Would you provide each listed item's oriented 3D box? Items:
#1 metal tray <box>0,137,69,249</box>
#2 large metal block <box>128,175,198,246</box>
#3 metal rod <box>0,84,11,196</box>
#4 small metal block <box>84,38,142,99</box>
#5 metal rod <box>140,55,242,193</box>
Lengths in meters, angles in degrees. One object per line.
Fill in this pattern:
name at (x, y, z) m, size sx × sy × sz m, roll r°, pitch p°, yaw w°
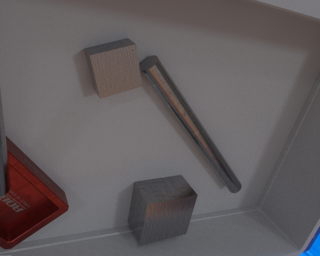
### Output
metal tray at (-0.180, 0.075, 0.354) m, size 0.090 × 0.030 × 0.130 m, roll -34°, pitch 129°, yaw -6°
large metal block at (0.002, 0.123, 0.472) m, size 0.081 × 0.050 × 0.079 m, roll -4°, pitch 120°, yaw -27°
metal rod at (-0.130, -0.028, 0.226) m, size 0.025 × 0.025 × 0.298 m, roll -6°, pitch 145°, yaw -26°
small metal block at (-0.051, -0.066, 0.341) m, size 0.050 × 0.025 × 0.050 m, roll -19°, pitch 126°, yaw -18°
metal rod at (0.059, 0.015, 0.452) m, size 0.025 × 0.025 × 0.300 m, roll -40°, pitch 130°, yaw -1°
